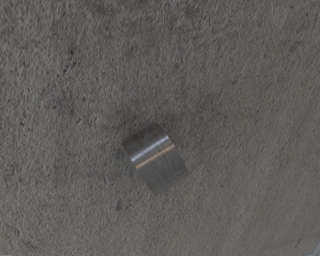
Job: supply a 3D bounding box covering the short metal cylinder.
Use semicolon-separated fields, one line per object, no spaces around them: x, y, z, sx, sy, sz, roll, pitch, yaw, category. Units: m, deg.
-0.007;0.039;0.391;0.050;0.080;0.080;-32;129;-8;short metal cylinder
